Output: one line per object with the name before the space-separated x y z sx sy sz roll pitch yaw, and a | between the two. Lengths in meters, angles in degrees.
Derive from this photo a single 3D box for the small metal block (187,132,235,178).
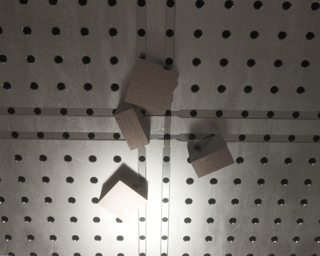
small metal block | 0.067 0.035 0.414 0.050 0.050 0.025 -25 109 8

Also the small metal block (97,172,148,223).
small metal block | -0.053 0.101 0.450 0.050 0.025 0.050 40 105 -14

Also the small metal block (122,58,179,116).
small metal block | -0.012 -0.052 0.394 0.050 0.025 0.050 33 106 -12

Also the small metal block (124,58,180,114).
small metal block | -0.010 -0.050 0.368 0.050 0.025 0.050 18 109 -7

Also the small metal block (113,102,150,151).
small metal block | -0.034 -0.007 0.397 0.025 0.050 0.050 -21 109 8
